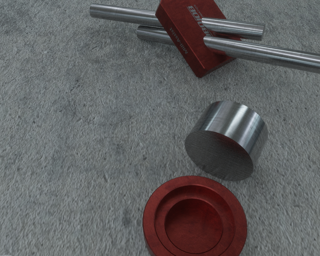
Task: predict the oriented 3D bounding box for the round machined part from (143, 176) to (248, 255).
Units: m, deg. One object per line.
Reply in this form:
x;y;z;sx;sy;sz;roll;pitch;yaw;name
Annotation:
0.033;0.100;0.308;0.099;0.042;0.098;0;50;0;round machined part

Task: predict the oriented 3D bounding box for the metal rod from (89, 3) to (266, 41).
0.017;-0.177;0.511;0.301;0.025;0.025;15;51;20;metal rod

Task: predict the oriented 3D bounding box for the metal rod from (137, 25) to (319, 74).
0.089;-0.125;0.471;0.300;0.025;0.025;20;52;30;metal rod

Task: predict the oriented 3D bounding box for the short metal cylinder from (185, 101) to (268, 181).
0.076;0.015;0.355;0.080;0.080;0.050;24;54;18;short metal cylinder

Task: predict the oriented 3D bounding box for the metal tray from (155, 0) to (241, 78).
0.064;-0.155;0.493;0.091;0.030;0.130;-31;85;-23;metal tray
